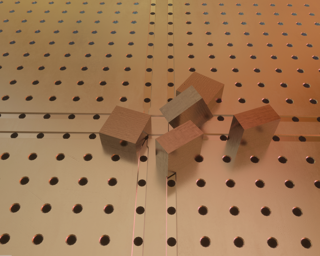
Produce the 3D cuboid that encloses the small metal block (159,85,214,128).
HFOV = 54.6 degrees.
[{"bbox_3d":[0.035,-0.019,0.397,0.050,0.050,0.025,-36,55,5],"label":"small metal block"}]

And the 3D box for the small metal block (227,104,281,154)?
[{"bbox_3d":[0.117,0.002,0.390,0.050,0.050,0.025,-16,52,-13],"label":"small metal block"}]

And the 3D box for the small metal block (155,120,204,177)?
[{"bbox_3d":[0.023,0.025,0.371,0.050,0.050,0.025,-28,56,-22],"label":"small metal block"}]

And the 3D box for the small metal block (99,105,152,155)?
[{"bbox_3d":[-0.044,0.002,0.406,0.050,0.025,0.050,16,52,13],"label":"small metal block"}]

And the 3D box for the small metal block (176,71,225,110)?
[{"bbox_3d":[0.058,-0.050,0.450,0.050,0.025,0.050,28,55,21],"label":"small metal block"}]
